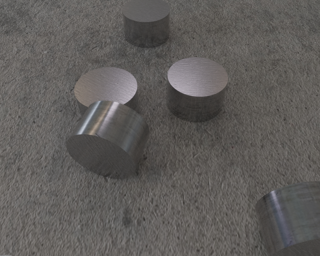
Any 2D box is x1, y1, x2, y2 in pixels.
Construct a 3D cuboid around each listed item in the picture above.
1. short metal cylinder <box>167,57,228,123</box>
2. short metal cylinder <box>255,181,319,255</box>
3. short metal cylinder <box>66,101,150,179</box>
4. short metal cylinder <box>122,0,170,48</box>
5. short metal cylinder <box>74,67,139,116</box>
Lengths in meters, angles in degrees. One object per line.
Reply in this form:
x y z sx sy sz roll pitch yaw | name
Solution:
0.050 -0.054 0.432 0.080 0.050 0.080 0 50 0 | short metal cylinder
0.136 0.092 0.291 0.081 0.080 0.050 -3 50 -3 | short metal cylinder
-0.058 0.015 0.355 0.080 0.080 0.050 13 51 10 | short metal cylinder
-0.023 -0.185 0.542 0.080 0.050 0.080 0 50 0 | short metal cylinder
-0.069 -0.037 0.417 0.080 0.050 0.080 0 50 0 | short metal cylinder
